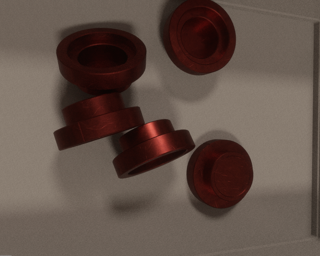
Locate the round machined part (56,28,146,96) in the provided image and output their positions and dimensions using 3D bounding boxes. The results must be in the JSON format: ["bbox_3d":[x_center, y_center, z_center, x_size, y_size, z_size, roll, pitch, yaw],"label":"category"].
[{"bbox_3d":[-0.066,-0.074,0.359,0.099,0.098,0.042,-15,138,-20],"label":"round machined part"}]

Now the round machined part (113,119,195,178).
[{"bbox_3d":[-0.011,0.022,0.373,0.099,0.098,0.042,-18,77,-19],"label":"round machined part"}]

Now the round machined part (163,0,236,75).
[{"bbox_3d":[0.050,-0.120,0.421,0.099,0.042,0.097,0,90,-21],"label":"round machined part"}]

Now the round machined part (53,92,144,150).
[{"bbox_3d":[-0.070,-0.010,0.347,0.099,0.098,0.042,-18,91,-19],"label":"round machined part"}]

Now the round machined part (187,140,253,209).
[{"bbox_3d":[0.091,0.065,0.437,0.099,0.042,0.097,0,90,-21],"label":"round machined part"}]
